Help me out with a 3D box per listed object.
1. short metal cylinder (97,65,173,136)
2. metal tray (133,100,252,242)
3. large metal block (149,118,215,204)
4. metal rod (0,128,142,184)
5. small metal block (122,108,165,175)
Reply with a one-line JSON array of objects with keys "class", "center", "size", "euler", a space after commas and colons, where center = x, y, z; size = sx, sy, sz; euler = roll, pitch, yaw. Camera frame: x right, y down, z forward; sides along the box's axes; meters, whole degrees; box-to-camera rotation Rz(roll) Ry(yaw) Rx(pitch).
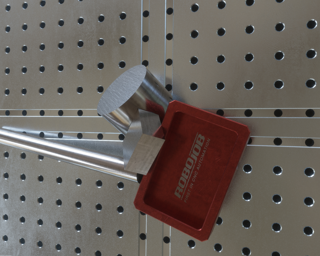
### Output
[{"class": "short metal cylinder", "center": [-0.032, -0.032, 0.387], "size": [0.080, 0.080, 0.050], "euler": [-36, 121, 16]}, {"class": "metal tray", "center": [0.035, 0.044, 0.341], "size": [0.090, 0.030, 0.129], "euler": [22, 97, 18]}, {"class": "large metal block", "center": [0.015, 0.035, 0.392], "size": [0.080, 0.050, 0.080], "euler": [-37, 79, 16]}, {"class": "metal rod", "center": [-0.147, 0.030, 0.432], "size": [0.300, 0.025, 0.025], "euler": [10, 93, 30]}, {"class": "small metal block", "center": [-0.020, 0.015, 0.342], "size": [0.025, 0.050, 0.050], "euler": [17, 119, -20]}]
